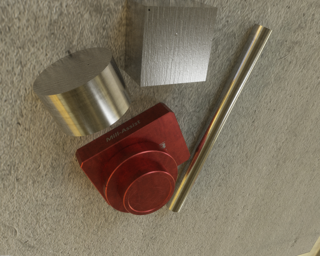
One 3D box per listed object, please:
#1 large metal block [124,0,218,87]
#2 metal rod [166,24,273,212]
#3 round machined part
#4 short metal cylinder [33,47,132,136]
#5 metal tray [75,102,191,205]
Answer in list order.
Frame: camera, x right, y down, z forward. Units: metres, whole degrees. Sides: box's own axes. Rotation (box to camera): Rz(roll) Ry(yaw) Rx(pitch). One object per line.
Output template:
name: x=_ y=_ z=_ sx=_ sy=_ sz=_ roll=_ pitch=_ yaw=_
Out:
large metal block: x=0.009 y=-0.095 z=0.338 sx=0.081 sy=0.050 sz=0.079 roll=-9 pitch=122 yaw=-24
metal rod: x=0.078 y=-0.002 z=0.450 sx=0.025 sy=0.025 sz=0.298 roll=10 pitch=113 yaw=-33
round machined part: x=-0.020 y=0.070 z=0.390 sx=0.099 sy=0.042 sz=0.097 roll=-14 pitch=124 yaw=-21
short metal cylinder: x=-0.075 y=-0.037 z=0.308 sx=0.080 sy=0.080 sz=0.050 roll=-30 pitch=129 yaw=-10
metal tray: x=-0.031 y=0.036 z=0.410 sx=0.131 sy=0.030 sz=0.090 roll=-31 pitch=129 yaw=-9
